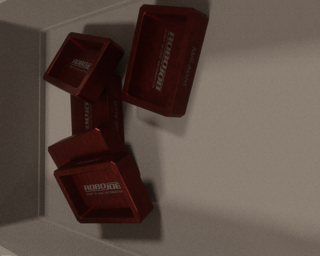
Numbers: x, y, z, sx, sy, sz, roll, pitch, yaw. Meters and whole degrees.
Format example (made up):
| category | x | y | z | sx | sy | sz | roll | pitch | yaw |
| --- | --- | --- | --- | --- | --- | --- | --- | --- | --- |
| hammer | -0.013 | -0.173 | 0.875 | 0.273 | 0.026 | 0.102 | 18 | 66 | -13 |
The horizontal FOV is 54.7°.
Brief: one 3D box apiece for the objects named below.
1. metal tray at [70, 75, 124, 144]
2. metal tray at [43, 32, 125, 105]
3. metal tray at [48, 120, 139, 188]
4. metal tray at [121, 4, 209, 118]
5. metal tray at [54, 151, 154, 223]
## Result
| category | x | y | z | sx | sy | sz | roll | pitch | yaw |
| --- | --- | --- | --- | --- | --- | --- | --- | --- | --- |
| metal tray | -0.099 | -0.013 | 0.483 | 0.090 | 0.030 | 0.129 | -5 | 87 | 39 |
| metal tray | -0.119 | -0.094 | 0.466 | 0.130 | 0.030 | 0.090 | 25 | 84 | 46 |
| metal tray | -0.103 | 0.049 | 0.464 | 0.130 | 0.030 | 0.090 | -19 | 102 | 38 |
| metal tray | 0.002 | -0.087 | 0.399 | 0.090 | 0.030 | 0.129 | 22 | 104 | 37 |
| metal tray | -0.081 | 0.086 | 0.428 | 0.130 | 0.030 | 0.090 | -14 | 105 | 37 |
